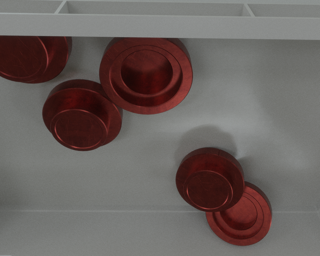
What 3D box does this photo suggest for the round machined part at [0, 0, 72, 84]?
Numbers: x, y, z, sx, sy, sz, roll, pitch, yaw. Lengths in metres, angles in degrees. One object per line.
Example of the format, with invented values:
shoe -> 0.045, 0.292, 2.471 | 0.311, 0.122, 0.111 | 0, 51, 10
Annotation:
round machined part -> -0.146, -0.087, 0.322 | 0.099, 0.042, 0.097 | 0, 130, 0

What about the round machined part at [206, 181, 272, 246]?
round machined part -> 0.125, 0.129, 0.488 | 0.098, 0.042, 0.097 | 2, 97, 22

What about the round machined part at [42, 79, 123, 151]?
round machined part -> -0.098, -0.009, 0.389 | 0.099, 0.042, 0.097 | 0, 130, 0

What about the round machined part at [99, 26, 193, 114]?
round machined part -> -0.014, -0.066, 0.342 | 0.099, 0.042, 0.097 | 0, 130, 0

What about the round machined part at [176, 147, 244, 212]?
round machined part -> 0.070, 0.081, 0.445 | 0.098, 0.042, 0.097 | 5, 113, 13
